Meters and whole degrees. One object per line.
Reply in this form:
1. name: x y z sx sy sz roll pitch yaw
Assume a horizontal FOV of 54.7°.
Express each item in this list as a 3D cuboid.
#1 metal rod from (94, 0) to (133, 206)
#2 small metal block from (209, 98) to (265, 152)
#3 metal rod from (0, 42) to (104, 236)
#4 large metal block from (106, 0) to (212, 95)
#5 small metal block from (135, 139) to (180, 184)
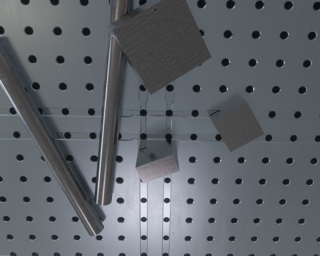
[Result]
1. metal rod: -0.062 -0.033 0.400 0.025 0.025 0.298 7 110 -3
2. small metal block: 0.102 -0.004 0.413 0.050 0.025 0.050 -30 108 10
3. metal rod: -0.152 0.025 0.421 0.025 0.025 0.299 -21 109 7
4. large metal block: -0.001 -0.097 0.349 0.080 0.050 0.080 -32 117 -2
5. small metal block: -0.003 0.044 0.416 0.050 0.050 0.025 -20 109 7
